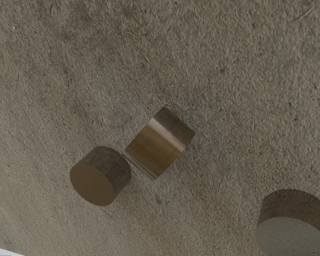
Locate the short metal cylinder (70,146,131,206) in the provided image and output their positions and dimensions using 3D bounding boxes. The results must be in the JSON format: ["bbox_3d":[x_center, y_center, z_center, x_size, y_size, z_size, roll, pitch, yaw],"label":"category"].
[{"bbox_3d":[-0.093,0.075,0.486,0.080,0.050,0.079,13,124,21],"label":"short metal cylinder"}]

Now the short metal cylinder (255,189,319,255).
[{"bbox_3d":[0.163,0.122,0.381,0.080,0.050,0.079,13,124,21],"label":"short metal cylinder"}]

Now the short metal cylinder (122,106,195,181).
[{"bbox_3d":[-0.002,0.019,0.384,0.050,0.080,0.080,41,129,0],"label":"short metal cylinder"}]
